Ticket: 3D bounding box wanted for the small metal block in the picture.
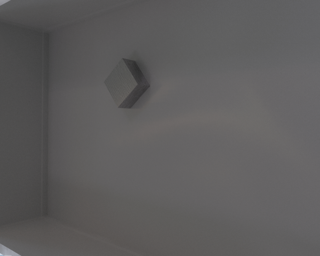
[{"bbox_3d":[-0.049,-0.064,0.448,0.050,0.025,0.050,-45,63,31],"label":"small metal block"}]
